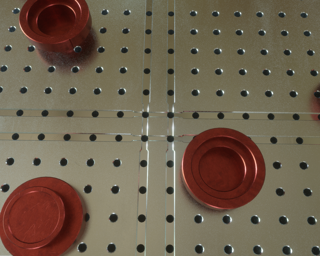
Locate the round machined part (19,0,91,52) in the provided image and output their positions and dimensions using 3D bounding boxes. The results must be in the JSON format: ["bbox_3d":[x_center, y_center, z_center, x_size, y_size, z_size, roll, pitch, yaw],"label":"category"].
[{"bbox_3d":[-0.150,-0.153,0.458,0.099,0.042,0.098,0,70,0],"label":"round machined part"}]

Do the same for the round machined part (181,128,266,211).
[{"bbox_3d":[0.075,0.052,0.384,0.099,0.042,0.098,0,70,0],"label":"round machined part"}]

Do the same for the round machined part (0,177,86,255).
[{"bbox_3d":[-0.140,0.105,0.364,0.099,0.042,0.098,0,70,0],"label":"round machined part"}]
